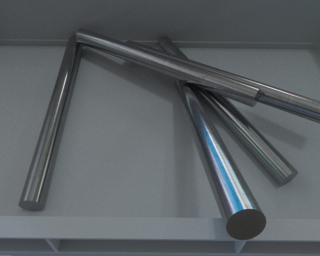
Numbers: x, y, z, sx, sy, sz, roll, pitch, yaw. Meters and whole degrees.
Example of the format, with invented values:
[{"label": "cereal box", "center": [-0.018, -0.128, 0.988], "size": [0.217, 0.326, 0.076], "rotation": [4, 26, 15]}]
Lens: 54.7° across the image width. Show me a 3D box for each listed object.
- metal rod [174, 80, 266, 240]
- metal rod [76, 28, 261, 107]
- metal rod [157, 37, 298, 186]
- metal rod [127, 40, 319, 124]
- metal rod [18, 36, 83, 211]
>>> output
[{"label": "metal rod", "center": [0.043, -0.003, 0.327], "size": [0.025, 0.025, 0.300], "rotation": [-3, 25, -3]}, {"label": "metal rod", "center": [-0.005, -0.094, 0.442], "size": [0.300, 0.025, 0.025], "rotation": [25, 54, 25]}, {"label": "metal rod", "center": [0.078, -0.043, 0.441], "size": [0.025, 0.025, 0.300], "rotation": [-23, 54, -18]}, {"label": "metal rod", "center": [0.073, -0.072, 0.430], "size": [0.300, 0.025, 0.025], "rotation": [24, 54, 25]}, {"label": "metal rod", "center": [-0.141, -0.031, 0.429], "size": [0.025, 0.025, 0.300], "rotation": [0, 50, -1]}]
